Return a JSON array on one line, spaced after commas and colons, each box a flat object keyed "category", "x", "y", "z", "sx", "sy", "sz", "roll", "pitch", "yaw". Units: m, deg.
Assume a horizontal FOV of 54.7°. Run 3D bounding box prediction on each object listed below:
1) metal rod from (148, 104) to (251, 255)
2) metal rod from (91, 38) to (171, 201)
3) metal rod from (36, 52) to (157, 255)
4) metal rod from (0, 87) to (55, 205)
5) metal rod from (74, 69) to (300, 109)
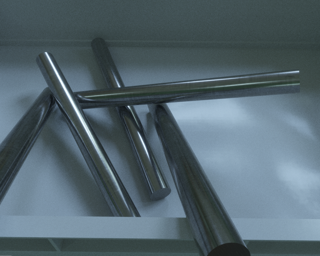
[{"category": "metal rod", "x": 0.015, "y": 0.017, "z": 0.299, "sx": 0.025, "sy": 0.025, "sz": 0.300, "roll": -7, "pitch": 21, "yaw": -6}, {"category": "metal rod", "x": -0.052, "y": -0.034, "z": 0.433, "sx": 0.025, "sy": 0.025, "sz": 0.300, "roll": -16, "pitch": 52, "yaw": -13}, {"category": "metal rod", "x": -0.089, "y": 0.012, "z": 0.372, "sx": 0.025, "sy": 0.025, "sz": 0.299, "roll": -24, "pitch": 61, "yaw": -19}, {"category": "metal rod", "x": -0.136, "y": 0.008, "z": 0.309, "sx": 0.025, "sy": 0.025, "sz": 0.300, "roll": -7, "pitch": 23, "yaw": -6}, {"category": "metal rod", "x": 0.007, "y": -0.043, "z": 0.380, "sx": 0.301, "sy": 0.025, "sz": 0.025, "roll": -2, "pitch": 48, "yaw": 22}]
